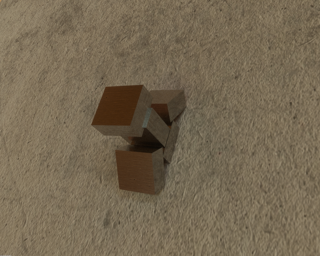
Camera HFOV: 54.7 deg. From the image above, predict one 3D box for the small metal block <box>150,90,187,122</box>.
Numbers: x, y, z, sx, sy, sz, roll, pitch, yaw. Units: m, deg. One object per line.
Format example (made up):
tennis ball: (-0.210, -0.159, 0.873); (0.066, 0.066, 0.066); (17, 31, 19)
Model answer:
small metal block: (0.000, -0.030, 0.407); (0.050, 0.025, 0.050); (3, 27, 29)

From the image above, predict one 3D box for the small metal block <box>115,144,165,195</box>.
small metal block: (-0.023, 0.049, 0.370); (0.050, 0.025, 0.050); (2, 103, 29)

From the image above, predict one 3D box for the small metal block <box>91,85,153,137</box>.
small metal block: (-0.041, -0.019, 0.341); (0.050, 0.025, 0.050); (1, 62, 28)

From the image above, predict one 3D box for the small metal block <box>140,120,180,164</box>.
small metal block: (-0.007, 0.017, 0.398); (0.050, 0.025, 0.050); (3, 63, 29)

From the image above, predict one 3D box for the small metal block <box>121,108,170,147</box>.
small metal block: (-0.023, -0.001, 0.368); (0.050, 0.050, 0.025); (3, 63, 29)
